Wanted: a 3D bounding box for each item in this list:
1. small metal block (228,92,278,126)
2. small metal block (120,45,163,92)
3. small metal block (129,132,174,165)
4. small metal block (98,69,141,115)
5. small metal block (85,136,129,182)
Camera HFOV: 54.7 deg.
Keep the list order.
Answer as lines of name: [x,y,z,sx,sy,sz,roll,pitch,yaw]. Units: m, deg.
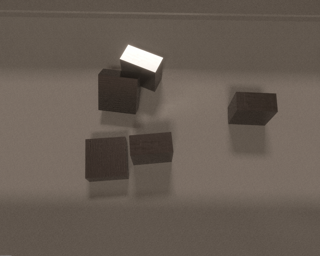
small metal block: [0.120,-0.024,0.407,0.050,0.050,0.025,3,70,0]
small metal block: [-0.025,-0.081,0.425,0.050,0.050,0.025,22,68,7]
small metal block: [-0.011,0.027,0.387,0.050,0.050,0.025,-5,70,-2]
small metal block: [-0.054,-0.049,0.411,0.050,0.050,0.025,7,29,2]
small metal block: [-0.067,0.040,0.394,0.050,0.025,0.050,-4,70,-2]
